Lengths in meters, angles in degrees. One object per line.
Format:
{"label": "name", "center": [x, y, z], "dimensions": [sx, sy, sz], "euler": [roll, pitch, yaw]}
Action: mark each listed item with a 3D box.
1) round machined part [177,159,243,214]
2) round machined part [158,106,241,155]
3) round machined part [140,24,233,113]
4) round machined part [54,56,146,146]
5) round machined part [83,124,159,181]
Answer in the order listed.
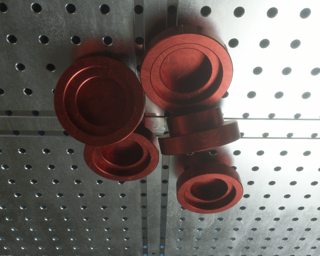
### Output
{"label": "round machined part", "center": [0.074, 0.086, 0.475], "dimensions": [0.099, 0.042, 0.097], "euler": [-1, 130, 0]}
{"label": "round machined part", "center": [0.045, 0.001, 0.378], "dimensions": [0.098, 0.098, 0.042], "euler": [-12, 93, 10]}
{"label": "round machined part", "center": [0.028, -0.068, 0.343], "dimensions": [0.099, 0.042, 0.097], "euler": [-1, 130, 0]}
{"label": "round machined part", "center": [-0.065, -0.031, 0.354], "dimensions": [0.099, 0.042, 0.097], "euler": [0, 96, 2]}
{"label": "round machined part", "center": [-0.051, 0.026, 0.421], "dimensions": [0.099, 0.042, 0.097], "euler": [-1, 131, 0]}
